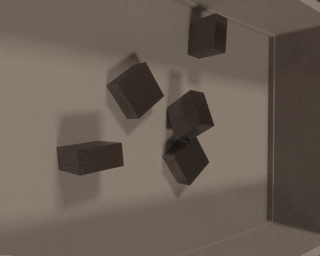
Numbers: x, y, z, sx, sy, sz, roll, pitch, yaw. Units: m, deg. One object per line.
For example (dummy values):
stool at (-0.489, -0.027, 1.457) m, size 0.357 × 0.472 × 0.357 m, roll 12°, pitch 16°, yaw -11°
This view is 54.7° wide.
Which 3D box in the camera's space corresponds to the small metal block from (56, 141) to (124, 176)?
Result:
small metal block at (-0.075, 0.030, 0.329) m, size 0.050 × 0.050 × 0.025 m, roll -8°, pitch 96°, yaw -40°

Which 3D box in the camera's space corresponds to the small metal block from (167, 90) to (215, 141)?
small metal block at (0.040, -0.015, 0.415) m, size 0.025 × 0.050 × 0.050 m, roll 6°, pitch 61°, yaw -40°

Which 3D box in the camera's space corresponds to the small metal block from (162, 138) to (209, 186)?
small metal block at (0.038, 0.045, 0.441) m, size 0.050 × 0.025 × 0.050 m, roll -44°, pitch 117°, yaw -31°

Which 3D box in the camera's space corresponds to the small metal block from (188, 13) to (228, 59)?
small metal block at (0.069, -0.132, 0.450) m, size 0.025 × 0.050 × 0.050 m, roll 7°, pitch 86°, yaw -40°

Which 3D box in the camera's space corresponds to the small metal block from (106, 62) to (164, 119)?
small metal block at (-0.029, -0.046, 0.384) m, size 0.050 × 0.025 × 0.050 m, roll -45°, pitch 117°, yaw -31°
